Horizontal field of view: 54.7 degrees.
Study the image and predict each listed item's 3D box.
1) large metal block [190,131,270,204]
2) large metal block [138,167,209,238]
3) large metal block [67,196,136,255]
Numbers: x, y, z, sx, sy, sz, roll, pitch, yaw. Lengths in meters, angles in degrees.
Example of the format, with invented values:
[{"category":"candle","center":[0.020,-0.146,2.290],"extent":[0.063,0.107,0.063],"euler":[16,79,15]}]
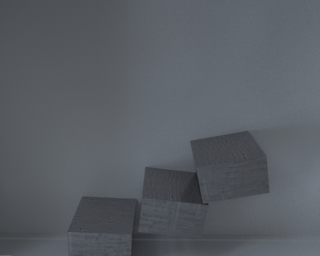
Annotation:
[{"category":"large metal block","center":[0.086,0.048,0.400],"extent":[0.080,0.080,0.050],"euler":[-10,110,4]},{"category":"large metal block","center":[0.016,0.098,0.418],"extent":[0.081,0.080,0.050],"euler":[7,110,-3]},{"category":"large metal block","center":[-0.077,0.141,0.433],"extent":[0.081,0.080,0.050],"euler":[3,110,-1]}]
